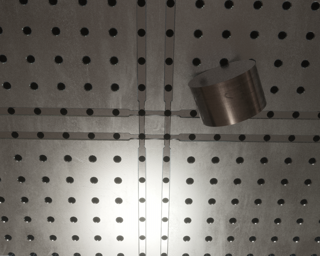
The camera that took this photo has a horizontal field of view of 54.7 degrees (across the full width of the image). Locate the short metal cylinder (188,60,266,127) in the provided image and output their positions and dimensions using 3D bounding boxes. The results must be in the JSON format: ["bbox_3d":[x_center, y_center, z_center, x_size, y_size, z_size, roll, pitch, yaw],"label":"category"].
[{"bbox_3d":[0.080,-0.042,0.370,0.080,0.080,0.050,-20,109,7],"label":"short metal cylinder"}]
